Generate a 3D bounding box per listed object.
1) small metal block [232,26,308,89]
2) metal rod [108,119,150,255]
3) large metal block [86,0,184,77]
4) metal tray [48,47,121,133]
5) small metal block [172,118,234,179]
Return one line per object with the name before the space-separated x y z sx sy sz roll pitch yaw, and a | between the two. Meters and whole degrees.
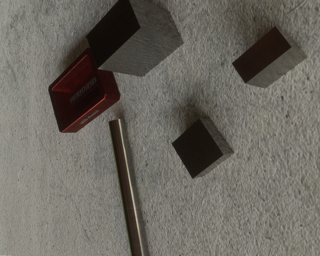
small metal block | 0.107 -0.066 0.300 0.050 0.050 0.025 -40 66 32
metal rod | -0.035 0.135 0.431 0.025 0.025 0.298 -18 79 38
large metal block | -0.031 -0.112 0.393 0.080 0.081 0.050 -33 70 35
metal tray | -0.127 -0.058 0.503 0.130 0.030 0.090 -31 71 35
small metal block | 0.049 0.024 0.363 0.050 0.025 0.050 -45 64 30
